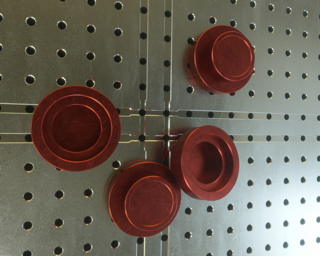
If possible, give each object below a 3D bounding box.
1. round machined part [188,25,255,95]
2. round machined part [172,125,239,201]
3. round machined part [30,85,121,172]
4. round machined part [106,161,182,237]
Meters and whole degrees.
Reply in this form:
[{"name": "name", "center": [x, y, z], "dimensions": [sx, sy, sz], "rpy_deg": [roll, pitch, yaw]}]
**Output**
[{"name": "round machined part", "center": [0.094, -0.098, 0.439], "dimensions": [0.099, 0.042, 0.097], "rpy_deg": [0, 90, -20]}, {"name": "round machined part", "center": [0.057, 0.047, 0.418], "dimensions": [0.099, 0.042, 0.097], "rpy_deg": [5, 80, -31]}, {"name": "round machined part", "center": [-0.099, 0.000, 0.367], "dimensions": [0.099, 0.042, 0.097], "rpy_deg": [0, 90, -20]}, {"name": "round machined part", "center": [-0.017, 0.092, 0.399], "dimensions": [0.099, 0.042, 0.097], "rpy_deg": [0, 90, -20]}]
